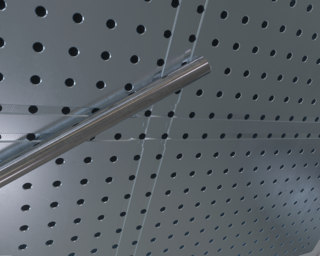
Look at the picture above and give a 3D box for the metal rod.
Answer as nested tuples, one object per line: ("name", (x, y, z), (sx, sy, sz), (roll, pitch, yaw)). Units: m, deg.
("metal rod", (-0.073, -0.007, 0.366), (0.301, 0.025, 0.025), (-29, 128, -10))
